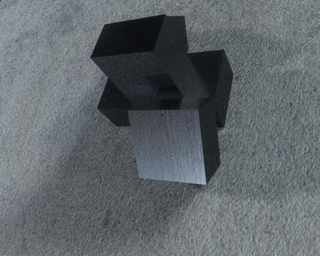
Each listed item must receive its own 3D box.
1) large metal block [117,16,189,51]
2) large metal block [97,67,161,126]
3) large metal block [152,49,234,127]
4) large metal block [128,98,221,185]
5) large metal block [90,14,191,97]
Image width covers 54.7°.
[{"bbox_3d":[-0.014,-0.130,0.448,0.080,0.050,0.080,0,18,28],"label":"large metal block"},{"bbox_3d":[-0.029,-0.049,0.431,0.080,0.050,0.080,1,62,28],"label":"large metal block"},{"bbox_3d":[0.042,-0.048,0.394,0.080,0.050,0.080,1,62,28],"label":"large metal block"},{"bbox_3d":[0.018,0.012,0.344,0.080,0.079,0.050,1,18,28],"label":"large metal block"},{"bbox_3d":[-0.019,-0.080,0.364,0.080,0.080,0.050,1,63,28],"label":"large metal block"}]
